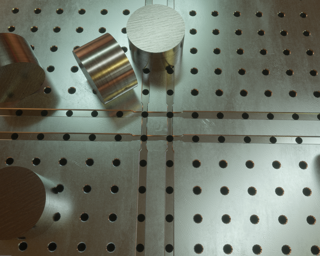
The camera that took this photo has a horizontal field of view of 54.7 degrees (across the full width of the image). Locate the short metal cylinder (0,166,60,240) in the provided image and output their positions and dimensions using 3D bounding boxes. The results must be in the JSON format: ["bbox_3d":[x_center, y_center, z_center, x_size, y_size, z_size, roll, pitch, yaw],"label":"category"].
[{"bbox_3d":[-0.166,0.090,0.364,0.081,0.050,0.080,0,70,0],"label":"short metal cylinder"}]

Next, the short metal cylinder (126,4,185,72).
[{"bbox_3d":[-0.006,-0.129,0.445,0.081,0.050,0.080,0,70,0],"label":"short metal cylinder"}]

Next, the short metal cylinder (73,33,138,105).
[{"bbox_3d":[-0.072,-0.078,0.410,0.050,0.080,0.080,-32,73,-11],"label":"short metal cylinder"}]

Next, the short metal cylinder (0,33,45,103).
[{"bbox_3d":[-0.202,-0.078,0.409,0.080,0.080,0.050,-29,73,-10],"label":"short metal cylinder"}]
